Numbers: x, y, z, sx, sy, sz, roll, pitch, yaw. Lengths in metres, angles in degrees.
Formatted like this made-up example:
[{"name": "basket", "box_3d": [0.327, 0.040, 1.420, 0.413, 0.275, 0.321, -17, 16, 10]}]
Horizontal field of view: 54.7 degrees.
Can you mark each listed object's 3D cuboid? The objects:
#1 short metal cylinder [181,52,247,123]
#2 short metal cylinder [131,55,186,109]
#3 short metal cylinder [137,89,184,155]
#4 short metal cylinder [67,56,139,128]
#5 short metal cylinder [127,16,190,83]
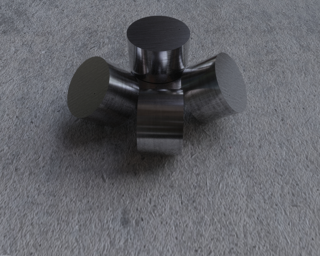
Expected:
[{"name": "short metal cylinder", "box_3d": [0.072, -0.052, 0.406, 0.050, 0.080, 0.080, -18, 39, 37]}, {"name": "short metal cylinder", "box_3d": [0.000, -0.059, 0.438, 0.081, 0.050, 0.080, 0, 50, 0]}, {"name": "short metal cylinder", "box_3d": [0.001, -0.007, 0.374, 0.050, 0.080, 0.080, 1, 50, 1]}, {"name": "short metal cylinder", "box_3d": [-0.074, -0.045, 0.399, 0.080, 0.050, 0.080, -13, 68, 36]}, {"name": "short metal cylinder", "box_3d": [-0.002, -0.105, 0.411, 0.081, 0.050, 0.080, 0, 50, 0]}]
